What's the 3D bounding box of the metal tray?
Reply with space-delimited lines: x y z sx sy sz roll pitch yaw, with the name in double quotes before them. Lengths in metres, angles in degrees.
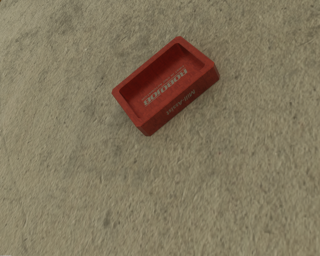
"metal tray" 0.005 -0.061 0.433 0.130 0.030 0.090 -40 51 1
